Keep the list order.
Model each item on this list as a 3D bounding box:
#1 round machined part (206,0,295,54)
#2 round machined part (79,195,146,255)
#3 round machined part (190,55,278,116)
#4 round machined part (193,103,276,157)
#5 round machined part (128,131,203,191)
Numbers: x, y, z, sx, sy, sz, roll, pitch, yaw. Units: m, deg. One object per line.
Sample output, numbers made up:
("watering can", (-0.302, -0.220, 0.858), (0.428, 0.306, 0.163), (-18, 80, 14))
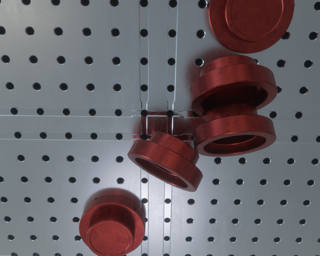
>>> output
("round machined part", (0.105, -0.135, 0.355), (0.099, 0.042, 0.097), (0, 110, 0))
("round machined part", (-0.071, 0.152, 0.460), (0.099, 0.042, 0.097), (0, 110, 0))
("round machined part", (0.084, -0.050, 0.367), (0.098, 0.098, 0.042), (-6, 69, 2))
("round machined part", (0.090, 0.002, 0.387), (0.098, 0.098, 0.042), (-5, 69, 2))
("round machined part", (0.011, 0.040, 0.399), (0.098, 0.098, 0.042), (33, 72, -12))
